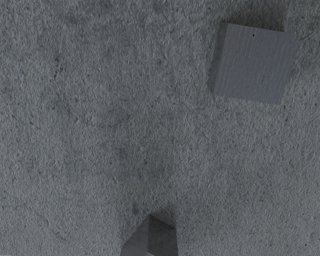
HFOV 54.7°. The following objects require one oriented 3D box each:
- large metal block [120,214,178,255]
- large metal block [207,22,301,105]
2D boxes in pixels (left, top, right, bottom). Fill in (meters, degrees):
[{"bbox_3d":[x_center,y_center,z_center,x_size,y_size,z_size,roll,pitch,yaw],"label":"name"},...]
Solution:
[{"bbox_3d":[-0.018,0.188,0.450,0.050,0.080,0.080,33,107,-11],"label":"large metal block"},{"bbox_3d":[0.107,-0.078,0.369,0.081,0.050,0.079,8,110,-3],"label":"large metal block"}]
